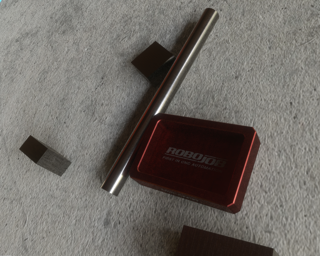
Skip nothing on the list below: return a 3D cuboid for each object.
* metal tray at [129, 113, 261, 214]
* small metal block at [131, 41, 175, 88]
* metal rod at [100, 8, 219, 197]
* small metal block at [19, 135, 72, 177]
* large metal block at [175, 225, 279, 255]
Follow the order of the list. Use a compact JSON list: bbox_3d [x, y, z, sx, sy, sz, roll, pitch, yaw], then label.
[{"bbox_3d":[0.038,0.035,0.358,0.130,0.030,0.090,11,67,32],"label":"metal tray"},{"bbox_3d":[-0.008,-0.096,0.465,0.050,0.025,0.050,-41,51,-1],"label":"small metal block"},{"bbox_3d":[0.007,-0.046,0.427,0.025,0.025,0.300,18,71,35],"label":"metal rod"},{"bbox_3d":[-0.165,0.040,0.447,0.050,0.050,0.025,26,76,36],"label":"small metal block"},{"bbox_3d":[0.055,0.140,0.273,0.080,0.050,0.080,5,64,30],"label":"large metal block"}]
